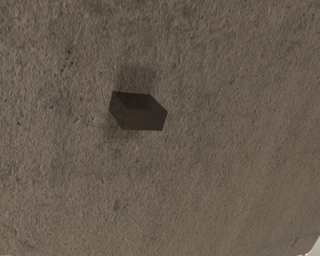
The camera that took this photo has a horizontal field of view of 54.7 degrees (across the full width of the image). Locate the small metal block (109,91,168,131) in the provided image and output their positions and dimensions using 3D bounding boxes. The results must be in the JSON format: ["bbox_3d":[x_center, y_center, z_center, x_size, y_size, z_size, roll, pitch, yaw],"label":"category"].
[{"bbox_3d":[-0.027,-0.020,0.365,0.050,0.050,0.025,2,117,-30],"label":"small metal block"}]
